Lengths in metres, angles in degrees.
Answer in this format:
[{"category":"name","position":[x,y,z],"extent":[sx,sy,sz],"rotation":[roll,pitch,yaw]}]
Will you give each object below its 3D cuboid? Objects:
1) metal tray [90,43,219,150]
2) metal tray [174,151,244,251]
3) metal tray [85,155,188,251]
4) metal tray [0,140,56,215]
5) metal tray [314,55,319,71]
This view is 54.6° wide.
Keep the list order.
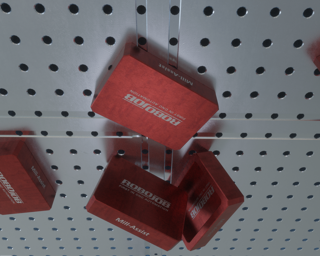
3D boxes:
[{"category":"metal tray","position":[-0.006,-0.033,0.380],"extent":[0.131,0.030,0.090],"rotation":[26,125,-21]},{"category":"metal tray","position":[0.058,0.108,0.458],"extent":[0.030,0.090,0.129],"rotation":[-4,136,-33]},{"category":"metal tray","position":[-0.027,0.103,0.439],"extent":[0.130,0.090,0.030],"rotation":[29,125,-8]},{"category":"metal tray","position":[-0.229,0.080,0.475],"extent":[0.090,0.030,0.129],"rotation":[-7,130,6]},{"category":"metal tray","position":[0.254,-0.057,0.361],"extent":[0.090,0.030,0.130],"rotation":[-35,122,26]}]
